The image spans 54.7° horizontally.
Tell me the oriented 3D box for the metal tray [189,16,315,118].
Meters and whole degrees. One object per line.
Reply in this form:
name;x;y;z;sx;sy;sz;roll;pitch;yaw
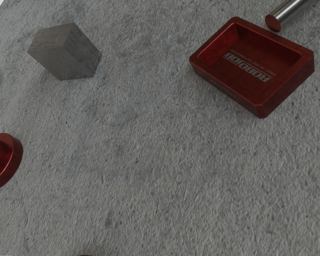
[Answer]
metal tray;0.111;-0.081;0.392;0.090;0.030;0.130;-43;51;-2

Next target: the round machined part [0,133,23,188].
round machined part;-0.279;0.051;0.508;0.098;0.042;0.098;-13;56;21

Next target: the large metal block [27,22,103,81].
large metal block;-0.161;-0.128;0.531;0.080;0.080;0.050;0;62;28

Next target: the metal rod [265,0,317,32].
metal rod;0.251;-0.221;0.390;0.301;0.025;0.025;-40;51;-6
